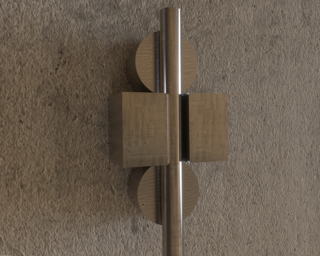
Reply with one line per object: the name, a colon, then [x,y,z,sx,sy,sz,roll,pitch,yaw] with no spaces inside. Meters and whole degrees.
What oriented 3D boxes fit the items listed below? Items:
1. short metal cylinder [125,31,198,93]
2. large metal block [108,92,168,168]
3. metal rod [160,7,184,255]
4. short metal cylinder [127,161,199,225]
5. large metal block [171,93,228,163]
short metal cylinder: [0.001,-0.078,0.397,0.081,0.050,0.080,0,90,-20]
large metal block: [-0.029,0.001,0.370,0.050,0.080,0.080,-1,90,-20]
metal rod: [0.014,0.013,0.362,0.025,0.025,0.298,-1,90,-20]
short metal cylinder: [0.003,0.078,0.399,0.081,0.050,0.080,0,90,-20]
large metal block: [0.043,-0.001,0.397,0.050,0.080,0.080,-1,90,-20]
